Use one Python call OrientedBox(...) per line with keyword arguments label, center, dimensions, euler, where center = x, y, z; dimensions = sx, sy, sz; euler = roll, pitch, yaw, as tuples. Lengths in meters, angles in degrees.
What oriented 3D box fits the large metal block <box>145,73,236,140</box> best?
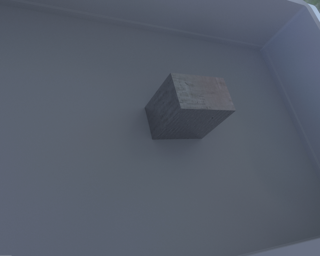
OrientedBox(label="large metal block", center=(0.037, -0.025, 0.407), dimensions=(0.081, 0.080, 0.050), euler=(0, 62, -29))
